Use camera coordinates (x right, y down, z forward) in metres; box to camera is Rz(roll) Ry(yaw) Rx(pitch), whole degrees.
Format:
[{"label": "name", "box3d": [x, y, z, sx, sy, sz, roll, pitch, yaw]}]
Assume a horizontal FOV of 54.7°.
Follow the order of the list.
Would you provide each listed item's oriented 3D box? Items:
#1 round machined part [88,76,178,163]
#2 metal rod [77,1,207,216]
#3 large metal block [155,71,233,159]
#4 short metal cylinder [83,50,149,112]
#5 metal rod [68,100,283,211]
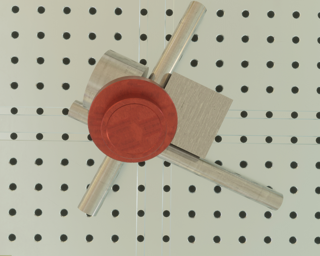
[{"label": "round machined part", "box3d": [-0.029, -0.005, 0.339, 0.099, 0.042, 0.097, -3, 110, -7]}, {"label": "metal rod", "box3d": [-0.019, -0.030, 0.394, 0.025, 0.025, 0.299, 28, 82, -1]}, {"label": "large metal block", "box3d": [0.035, -0.016, 0.398, 0.080, 0.050, 0.080, 26, 90, -1]}, {"label": "short metal cylinder", "box3d": [-0.054, -0.049, 0.384, 0.050, 0.080, 0.080, 25, 90, -1]}, {"label": "metal rod", "box3d": [0.021, 0.037, 0.413, 0.301, 0.025, 0.025, 25, 90, -1]}]
